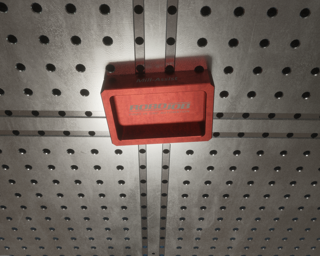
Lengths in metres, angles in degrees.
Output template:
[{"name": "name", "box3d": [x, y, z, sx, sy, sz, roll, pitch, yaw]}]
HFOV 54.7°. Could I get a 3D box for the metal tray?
[{"name": "metal tray", "box3d": [0.000, -0.022, 0.389, 0.131, 0.030, 0.089, -3, 130, 2]}]
